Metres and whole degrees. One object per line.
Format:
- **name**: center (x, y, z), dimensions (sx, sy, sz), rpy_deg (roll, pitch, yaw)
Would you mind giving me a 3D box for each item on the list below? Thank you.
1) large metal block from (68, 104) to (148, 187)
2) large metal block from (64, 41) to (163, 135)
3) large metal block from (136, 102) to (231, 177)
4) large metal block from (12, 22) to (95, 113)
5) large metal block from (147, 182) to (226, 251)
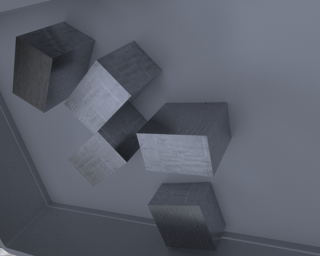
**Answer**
- **large metal block**: center (-0.064, 0.022, 0.419), dimensions (0.050, 0.080, 0.080), rpy_deg (48, 129, -6)
- **large metal block**: center (-0.054, -0.049, 0.369), dimensions (0.050, 0.080, 0.080), rpy_deg (46, 128, -4)
- **large metal block**: center (0.032, 0.009, 0.361), dimensions (0.080, 0.080, 0.050), rpy_deg (2, 119, 27)
- **large metal block**: center (-0.134, -0.079, 0.393), dimensions (0.050, 0.080, 0.079), rpy_deg (32, 128, 7)
- **large metal block**: center (0.040, 0.127, 0.448), dimensions (0.080, 0.050, 0.080), rpy_deg (-8, 115, 31)
